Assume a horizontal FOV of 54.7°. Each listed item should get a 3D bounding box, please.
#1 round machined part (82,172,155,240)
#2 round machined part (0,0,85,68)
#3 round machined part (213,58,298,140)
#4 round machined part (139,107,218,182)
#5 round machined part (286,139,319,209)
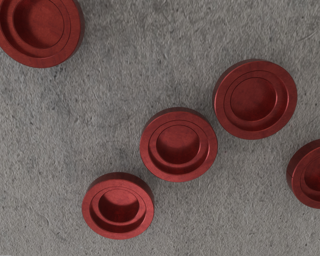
[{"bbox_3d":[-0.057,0.105,0.439,0.099,0.042,0.097,0,110,0],"label":"round machined part"},{"bbox_3d":[-0.135,-0.121,0.355,0.099,0.042,0.097,0,110,0],"label":"round machined part"},{"bbox_3d":[0.114,-0.038,0.388,0.099,0.042,0.097,0,110,0],"label":"round machined part"},{"bbox_3d":[0.023,0.019,0.408,0.099,0.042,0.097,0,110,0],"label":"round machined part"},{"bbox_3d":[0.222,0.058,0.424,0.099,0.042,0.097,0,110,0],"label":"round machined part"}]
